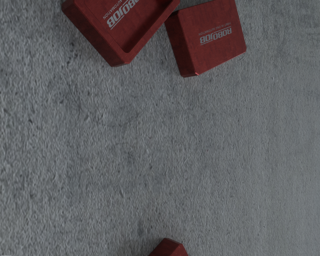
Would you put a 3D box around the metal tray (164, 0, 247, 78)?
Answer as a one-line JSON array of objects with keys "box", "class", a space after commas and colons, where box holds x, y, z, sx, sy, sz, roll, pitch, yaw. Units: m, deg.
[{"box": [0.072, -0.138, 0.461, 0.131, 0.030, 0.090, -30, 109, -36], "class": "metal tray"}]

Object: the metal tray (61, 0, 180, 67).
[{"box": [-0.039, -0.148, 0.367, 0.090, 0.030, 0.130, 49, 61, -29], "class": "metal tray"}]

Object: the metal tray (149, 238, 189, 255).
[{"box": [0.015, 0.227, 0.414, 0.091, 0.030, 0.129, -39, 114, -33], "class": "metal tray"}]
